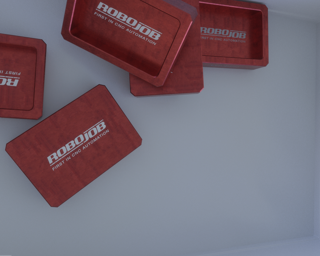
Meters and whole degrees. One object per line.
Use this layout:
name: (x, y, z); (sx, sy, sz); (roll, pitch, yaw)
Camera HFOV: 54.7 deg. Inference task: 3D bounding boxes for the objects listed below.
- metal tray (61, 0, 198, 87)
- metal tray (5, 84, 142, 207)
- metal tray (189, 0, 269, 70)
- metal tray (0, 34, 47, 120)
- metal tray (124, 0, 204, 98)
metal tray: (-0.036, -0.113, 0.339); (0.130, 0.089, 0.030); (27, 37, 0)
metal tray: (-0.099, 0.019, 0.371); (0.131, 0.030, 0.090); (-37, 102, -16)
metal tray: (0.091, -0.133, 0.440); (0.131, 0.030, 0.089); (-1, 91, -20)
metal tray: (-0.195, -0.057, 0.335); (0.131, 0.030, 0.089); (3, 89, -20)
metal tray: (0.005, -0.106, 0.392); (0.091, 0.030, 0.129); (-3, 92, 2)
